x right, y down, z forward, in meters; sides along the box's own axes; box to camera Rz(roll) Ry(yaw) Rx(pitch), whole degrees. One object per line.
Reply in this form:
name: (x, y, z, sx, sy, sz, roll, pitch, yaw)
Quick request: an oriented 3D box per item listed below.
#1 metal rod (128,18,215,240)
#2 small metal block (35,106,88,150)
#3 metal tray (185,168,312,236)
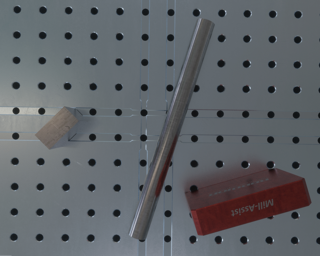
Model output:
metal rod: (0.015, 0.001, 0.413, 0.025, 0.025, 0.298, 18, 90, 0)
small metal block: (-0.125, 0.000, 0.400, 0.050, 0.050, 0.025, -44, 90, 0)
metal tray: (0.101, 0.087, 0.381, 0.131, 0.090, 0.030, -16, 90, 0)
